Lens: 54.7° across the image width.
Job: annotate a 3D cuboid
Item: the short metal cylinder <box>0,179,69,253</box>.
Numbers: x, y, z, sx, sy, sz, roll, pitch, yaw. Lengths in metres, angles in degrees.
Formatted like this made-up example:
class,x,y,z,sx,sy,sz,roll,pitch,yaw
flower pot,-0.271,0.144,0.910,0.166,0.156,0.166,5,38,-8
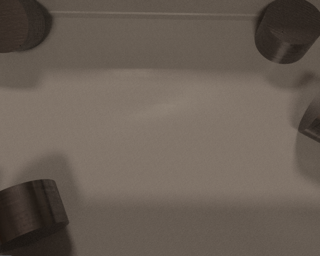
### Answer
class,x,y,z,sx,sy,sz,roll,pitch,yaw
short metal cylinder,-0.149,0.097,0.343,0.080,0.080,0.050,-23,72,-8

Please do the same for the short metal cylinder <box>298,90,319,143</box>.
class,x,y,z,sx,sy,sz,roll,pitch,yaw
short metal cylinder,0.220,-0.017,0.389,0.050,0.080,0.080,30,73,10

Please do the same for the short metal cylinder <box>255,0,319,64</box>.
class,x,y,z,sx,sy,sz,roll,pitch,yaw
short metal cylinder,0.185,-0.141,0.450,0.081,0.050,0.080,0,70,0

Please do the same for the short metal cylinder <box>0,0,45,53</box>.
class,x,y,z,sx,sy,sz,roll,pitch,yaw
short metal cylinder,-0.209,-0.146,0.427,0.080,0.050,0.079,1,108,4
